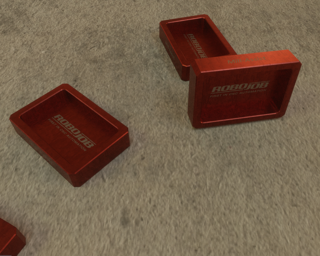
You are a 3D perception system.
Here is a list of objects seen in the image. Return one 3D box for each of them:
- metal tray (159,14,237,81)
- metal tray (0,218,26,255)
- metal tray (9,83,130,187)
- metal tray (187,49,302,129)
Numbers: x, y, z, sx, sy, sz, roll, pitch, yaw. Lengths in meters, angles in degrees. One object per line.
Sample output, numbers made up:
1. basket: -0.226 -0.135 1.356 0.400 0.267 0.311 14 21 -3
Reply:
1. metal tray: 0.059 -0.138 0.516 0.091 0.030 0.130 -13 51 -11
2. metal tray: -0.214 0.114 0.302 0.130 0.030 0.090 22 53 17
3. metal tray: -0.114 0.003 0.395 0.130 0.030 0.090 35 58 25
4. metal tray: 0.104 -0.049 0.401 0.131 0.089 0.030 -7 44 -7
